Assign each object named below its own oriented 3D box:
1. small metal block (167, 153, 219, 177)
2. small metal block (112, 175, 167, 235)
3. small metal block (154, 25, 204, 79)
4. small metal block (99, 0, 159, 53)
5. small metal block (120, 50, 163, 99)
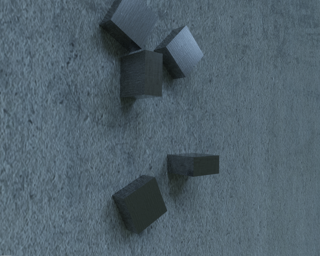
[{"bbox_3d":[0.046,0.049,0.426,0.050,0.050,0.025,1,90,-40],"label":"small metal block"},{"bbox_3d":[-0.024,0.094,0.384,0.050,0.025,0.050,-30,109,-36],"label":"small metal block"},{"bbox_3d":[0.027,-0.104,0.427,0.050,0.025,0.050,-52,121,-27],"label":"small metal block"},{"bbox_3d":[-0.036,-0.129,0.374,0.050,0.025,0.050,38,67,-34],"label":"small metal block"},{"bbox_3d":[-0.023,-0.061,0.369,0.025,0.050,0.050,2,89,-40],"label":"small metal block"}]
